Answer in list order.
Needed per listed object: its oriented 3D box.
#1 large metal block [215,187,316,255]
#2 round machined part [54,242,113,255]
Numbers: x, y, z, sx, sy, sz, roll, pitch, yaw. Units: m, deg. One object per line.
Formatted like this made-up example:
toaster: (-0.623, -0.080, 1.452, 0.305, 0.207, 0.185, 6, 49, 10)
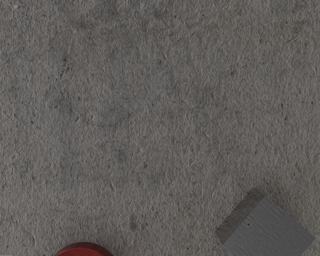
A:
large metal block: (0.132, 0.137, 0.399, 0.080, 0.050, 0.080, 40, 90, 0)
round machined part: (-0.099, 0.195, 0.401, 0.099, 0.042, 0.097, 0, 90, 0)
